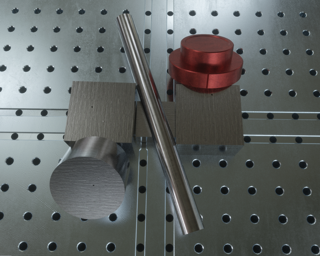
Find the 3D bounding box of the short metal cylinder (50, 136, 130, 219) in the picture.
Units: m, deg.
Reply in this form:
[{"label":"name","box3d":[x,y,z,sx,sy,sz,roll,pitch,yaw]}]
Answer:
[{"label":"short metal cylinder","box3d":[-0.077,0.056,0.355,0.080,0.050,0.079,0,113,1]}]

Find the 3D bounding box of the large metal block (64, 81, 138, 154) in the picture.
[{"label":"large metal block","box3d":[-0.072,-0.013,0.403,0.081,0.050,0.080,2,70,0]}]

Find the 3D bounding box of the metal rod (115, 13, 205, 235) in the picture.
[{"label":"metal rod","box3d":[-0.007,-0.020,0.391,0.025,0.025,0.299,-16,71,-6]}]

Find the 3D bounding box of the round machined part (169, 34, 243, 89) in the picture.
[{"label":"round machined part","box3d":[0.061,-0.094,0.411,0.099,0.042,0.098,1,35,0]}]

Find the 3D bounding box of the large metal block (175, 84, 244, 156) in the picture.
[{"label":"large metal block","box3d":[0.060,-0.009,0.403,0.081,0.050,0.080,1,70,0]}]

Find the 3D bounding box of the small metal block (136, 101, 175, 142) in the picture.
[{"label":"small metal block","box3d":[-0.006,-0.008,0.415,0.050,0.025,0.050,1,70,0]}]
